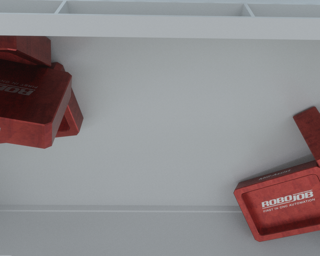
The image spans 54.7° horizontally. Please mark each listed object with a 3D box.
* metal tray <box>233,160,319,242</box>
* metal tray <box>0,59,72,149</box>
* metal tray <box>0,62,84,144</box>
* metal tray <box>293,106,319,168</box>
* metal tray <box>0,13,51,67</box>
[{"bbox_3d":[0.188,0.110,0.459,0.130,0.030,0.090,-24,91,28],"label":"metal tray"},{"bbox_3d":[-0.160,-0.031,0.298,0.131,0.090,0.030,10,129,-9],"label":"metal tray"},{"bbox_3d":[-0.172,-0.027,0.380,0.131,0.030,0.089,-6,130,5],"label":"metal tray"},{"bbox_3d":[0.225,0.044,0.405,0.030,0.090,0.130,-30,124,22],"label":"metal tray"},{"bbox_3d":[-0.184,-0.080,0.297,0.131,0.090,0.030,-1,92,0],"label":"metal tray"}]
